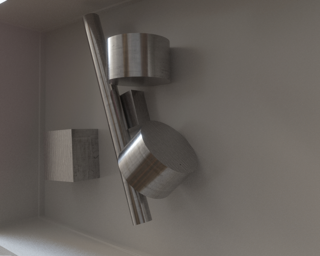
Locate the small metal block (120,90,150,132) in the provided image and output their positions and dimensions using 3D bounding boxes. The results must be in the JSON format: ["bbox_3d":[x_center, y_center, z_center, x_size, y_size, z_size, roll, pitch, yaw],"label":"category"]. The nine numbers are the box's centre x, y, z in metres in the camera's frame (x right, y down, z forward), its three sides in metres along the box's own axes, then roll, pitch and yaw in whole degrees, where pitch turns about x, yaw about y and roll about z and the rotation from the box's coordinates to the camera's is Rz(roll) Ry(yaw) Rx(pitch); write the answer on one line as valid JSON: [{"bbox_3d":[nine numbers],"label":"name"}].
[{"bbox_3d":[-0.044,-0.021,0.441,0.050,0.025,0.050,-22,77,37],"label":"small metal block"}]

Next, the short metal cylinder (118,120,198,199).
[{"bbox_3d":[-0.002,0.037,0.371,0.050,0.081,0.080,-50,61,28],"label":"short metal cylinder"}]

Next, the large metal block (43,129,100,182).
[{"bbox_3d":[-0.146,0.044,0.508,0.080,0.050,0.080,-5,87,39],"label":"large metal block"}]

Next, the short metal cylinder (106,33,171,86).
[{"bbox_3d":[-0.027,-0.083,0.392,0.080,0.081,0.050,-2,89,39],"label":"short metal cylinder"}]

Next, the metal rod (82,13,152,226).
[{"bbox_3d":[-0.062,-0.021,0.422,0.025,0.025,0.299,-25,74,37],"label":"metal rod"}]
